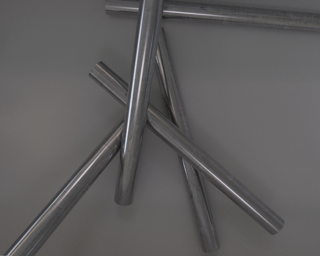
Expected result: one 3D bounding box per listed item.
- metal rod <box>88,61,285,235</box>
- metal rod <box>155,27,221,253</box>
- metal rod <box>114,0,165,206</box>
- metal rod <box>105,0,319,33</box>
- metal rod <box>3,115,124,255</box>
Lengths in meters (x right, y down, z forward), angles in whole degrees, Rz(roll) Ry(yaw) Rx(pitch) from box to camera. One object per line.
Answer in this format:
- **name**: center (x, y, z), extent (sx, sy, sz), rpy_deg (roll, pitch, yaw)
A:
- **metal rod**: center (0.034, 0.026, 0.385), extent (0.300, 0.025, 0.025), rpy_deg (41, 90, -2)
- **metal rod**: center (0.031, 0.016, 0.411), extent (0.025, 0.025, 0.298), rpy_deg (-15, 90, 0)
- **metal rod**: center (-0.023, -0.043, 0.347), extent (0.025, 0.025, 0.298), rpy_deg (10, 111, 0)
- **metal rod**: center (0.080, -0.150, 0.411), extent (0.302, 0.025, 0.025), rpy_deg (5, 90, 0)
- **metal rod**: center (-0.104, 0.079, 0.348), extent (0.025, 0.025, 0.301), rpy_deg (38, 65, 0)
